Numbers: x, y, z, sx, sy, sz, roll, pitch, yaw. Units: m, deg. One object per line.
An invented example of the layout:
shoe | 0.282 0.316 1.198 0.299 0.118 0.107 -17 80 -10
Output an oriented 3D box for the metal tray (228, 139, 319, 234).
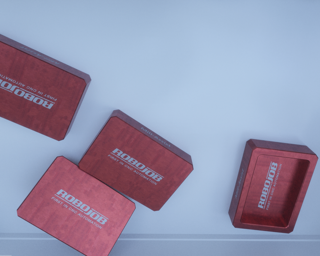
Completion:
metal tray | 0.157 0.085 0.442 0.091 0.030 0.129 7 110 -3

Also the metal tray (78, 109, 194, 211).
metal tray | -0.032 0.046 0.425 0.130 0.030 0.090 33 106 -12

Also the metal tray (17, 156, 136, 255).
metal tray | -0.110 0.110 0.420 0.130 0.030 0.090 37 66 -13

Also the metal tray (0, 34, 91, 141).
metal tray | -0.165 -0.050 0.388 0.131 0.030 0.089 24 108 -9
